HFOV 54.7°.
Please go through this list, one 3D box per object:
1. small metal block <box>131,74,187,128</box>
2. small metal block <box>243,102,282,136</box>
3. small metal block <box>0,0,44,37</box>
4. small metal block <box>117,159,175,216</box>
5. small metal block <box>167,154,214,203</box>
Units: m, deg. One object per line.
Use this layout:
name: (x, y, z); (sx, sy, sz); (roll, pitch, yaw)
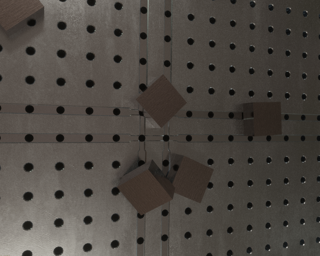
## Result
small metal block: (-0.002, -0.035, 0.413); (0.050, 0.025, 0.050); (-45, 104, -15)
small metal block: (0.156, -0.014, 0.472); (0.050, 0.025, 0.050); (-3, 91, -20)
small metal block: (-0.169, -0.141, 0.350); (0.050, 0.025, 0.050); (-41, 104, -16)
small metal block: (-0.017, 0.076, 0.394); (0.050, 0.025, 0.050); (-32, 104, 21)
small metal block: (0.039, 0.070, 0.429); (0.050, 0.025, 0.050); (26, 81, -19)
